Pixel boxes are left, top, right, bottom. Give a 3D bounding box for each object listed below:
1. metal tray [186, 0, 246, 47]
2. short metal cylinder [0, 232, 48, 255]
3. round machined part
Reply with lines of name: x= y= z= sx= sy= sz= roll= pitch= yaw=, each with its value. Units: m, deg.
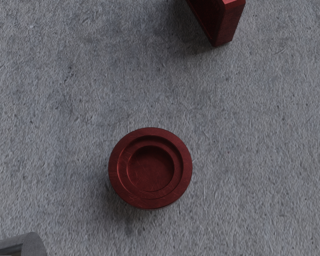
metal tray: x=0.069 y=-0.195 z=0.445 sx=0.030 sy=0.090 sz=0.130 roll=-22 pitch=72 yaw=-8
short metal cylinder: x=-0.153 y=0.155 z=0.321 sx=0.050 sy=0.080 sz=0.080 roll=-14 pitch=71 yaw=-5
round machined part: x=-0.011 y=0.051 z=0.380 sx=0.099 sy=0.042 sz=0.098 roll=0 pitch=70 yaw=-1
